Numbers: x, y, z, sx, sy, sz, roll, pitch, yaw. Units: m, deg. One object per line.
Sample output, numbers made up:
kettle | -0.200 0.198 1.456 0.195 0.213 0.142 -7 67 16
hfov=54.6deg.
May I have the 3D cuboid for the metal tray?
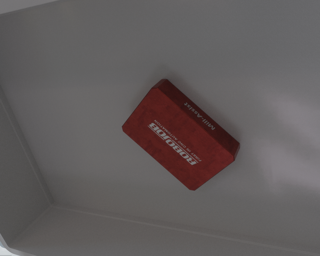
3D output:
metal tray | 0.024 0.012 0.400 0.130 0.030 0.090 41 129 -1
